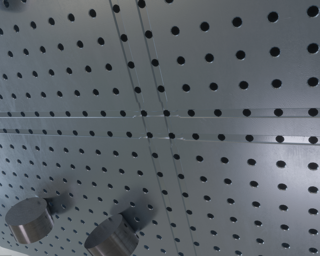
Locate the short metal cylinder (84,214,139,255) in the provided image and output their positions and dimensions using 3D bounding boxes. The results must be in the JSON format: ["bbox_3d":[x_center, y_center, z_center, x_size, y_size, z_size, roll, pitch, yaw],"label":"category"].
[{"bbox_3d":[-0.084,0.198,0.543,0.080,0.080,0.050,-26,104,37],"label":"short metal cylinder"}]

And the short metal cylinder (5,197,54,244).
[{"bbox_3d":[-0.264,0.187,0.631,0.080,0.080,0.050,5,121,25],"label":"short metal cylinder"}]
